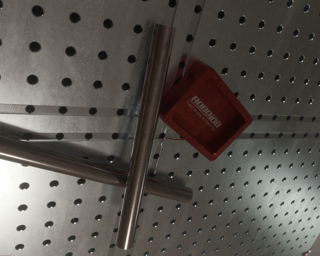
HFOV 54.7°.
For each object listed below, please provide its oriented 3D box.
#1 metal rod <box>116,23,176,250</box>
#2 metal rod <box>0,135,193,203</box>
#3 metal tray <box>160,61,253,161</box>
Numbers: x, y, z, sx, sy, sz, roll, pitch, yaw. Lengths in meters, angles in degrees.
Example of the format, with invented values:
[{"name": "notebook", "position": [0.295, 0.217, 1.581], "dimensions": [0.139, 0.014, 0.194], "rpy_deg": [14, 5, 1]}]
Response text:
[{"name": "metal rod", "position": [-0.022, 0.024, 0.392], "dimensions": [0.025, 0.025, 0.298], "rpy_deg": [1, 111, -29]}, {"name": "metal rod", "position": [-0.067, 0.063, 0.414], "dimensions": [0.302, 0.025, 0.025], "rpy_deg": [23, 106, -37]}, {"name": "metal tray", "position": [0.065, -0.018, 0.433], "dimensions": [0.090, 0.030, 0.130], "rpy_deg": [-47, 130, 4]}]
